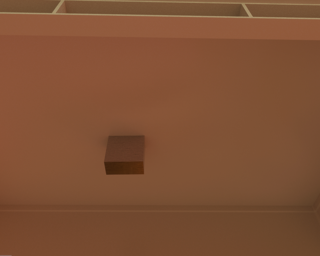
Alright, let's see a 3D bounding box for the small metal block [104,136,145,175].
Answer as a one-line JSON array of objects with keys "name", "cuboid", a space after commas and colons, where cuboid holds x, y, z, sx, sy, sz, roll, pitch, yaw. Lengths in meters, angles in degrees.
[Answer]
[{"name": "small metal block", "cuboid": [-0.047, 0.036, 0.423, 0.050, 0.050, 0.025, 0, 130, 0]}]
